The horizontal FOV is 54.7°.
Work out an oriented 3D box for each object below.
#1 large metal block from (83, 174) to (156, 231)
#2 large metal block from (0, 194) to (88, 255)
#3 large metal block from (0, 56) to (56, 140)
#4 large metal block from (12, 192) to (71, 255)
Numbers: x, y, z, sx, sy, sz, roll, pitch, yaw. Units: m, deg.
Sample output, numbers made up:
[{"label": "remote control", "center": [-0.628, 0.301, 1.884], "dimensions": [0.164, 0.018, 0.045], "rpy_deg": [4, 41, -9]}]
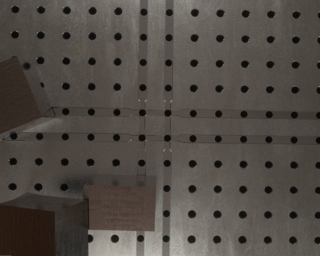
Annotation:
[{"label": "large metal block", "center": [-0.046, 0.089, 0.385], "dimensions": [0.081, 0.080, 0.050], "rpy_deg": [2, 90, -1]}, {"label": "large metal block", "center": [-0.126, 0.120, 0.335], "dimensions": [0.080, 0.050, 0.079], "rpy_deg": [-1, 90, 24]}, {"label": "large metal block", "center": [-0.195, -0.035, 0.398], "dimensions": [0.080, 0.050, 0.080], "rpy_deg": [-22, 90, -1]}, {"label": "large metal block", "center": [-0.150, 0.135, 0.399], "dimensions": [0.080, 0.050, 0.080], "rpy_deg": [13, 90, -1]}]
